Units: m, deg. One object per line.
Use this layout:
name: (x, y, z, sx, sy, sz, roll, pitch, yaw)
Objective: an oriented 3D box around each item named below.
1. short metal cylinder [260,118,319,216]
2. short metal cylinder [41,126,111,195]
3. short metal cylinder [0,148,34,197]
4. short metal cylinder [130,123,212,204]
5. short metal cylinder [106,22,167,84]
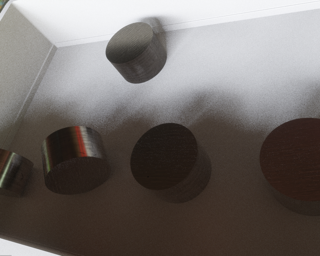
short metal cylinder: (0.140, 0.037, 0.293, 0.080, 0.050, 0.080, -13, 56, 21)
short metal cylinder: (-0.109, 0.043, 0.402, 0.080, 0.080, 0.050, -31, 52, 8)
short metal cylinder: (-0.236, 0.065, 0.454, 0.080, 0.080, 0.050, -1, 61, 27)
short metal cylinder: (0.013, 0.041, 0.358, 0.080, 0.050, 0.080, -13, 56, 21)
short metal cylinder: (-0.036, -0.116, 0.480, 0.080, 0.050, 0.080, -13, 56, 21)
